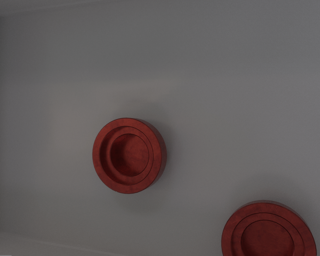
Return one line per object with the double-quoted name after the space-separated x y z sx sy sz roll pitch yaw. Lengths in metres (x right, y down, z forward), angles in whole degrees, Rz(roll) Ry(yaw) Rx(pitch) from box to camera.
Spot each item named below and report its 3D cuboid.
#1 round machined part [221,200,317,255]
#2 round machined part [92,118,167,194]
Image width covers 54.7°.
0.123 0.132 0.355 0.098 0.042 0.097 -2 85 20 "round machined part"
-0.037 0.036 0.414 0.098 0.042 0.097 0 90 20 "round machined part"
